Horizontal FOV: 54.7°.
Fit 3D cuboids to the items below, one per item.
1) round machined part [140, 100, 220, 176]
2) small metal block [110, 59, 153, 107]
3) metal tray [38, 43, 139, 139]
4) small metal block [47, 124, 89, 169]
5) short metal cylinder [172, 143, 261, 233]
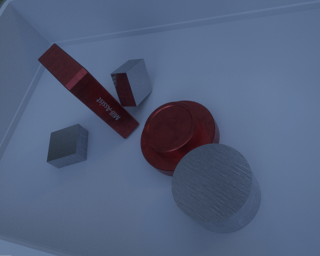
[{"bbox_3d":[0.019,0.007,0.379,0.098,0.042,0.098,-13,56,20],"label":"round machined part"},{"bbox_3d":[-0.038,-0.064,0.436,0.025,0.050,0.050,1,33,28],"label":"small metal block"},{"bbox_3d":[-0.091,-0.046,0.412,0.030,0.130,0.090,-47,52,-4],"label":"metal tray"},{"bbox_3d":[-0.136,0.027,0.458,0.050,0.025,0.050,-17,55,18],"label":"small metal block"},{"bbox_3d":[0.059,0.063,0.320,0.080,0.050,0.080,-13,56,20],"label":"short metal cylinder"}]
